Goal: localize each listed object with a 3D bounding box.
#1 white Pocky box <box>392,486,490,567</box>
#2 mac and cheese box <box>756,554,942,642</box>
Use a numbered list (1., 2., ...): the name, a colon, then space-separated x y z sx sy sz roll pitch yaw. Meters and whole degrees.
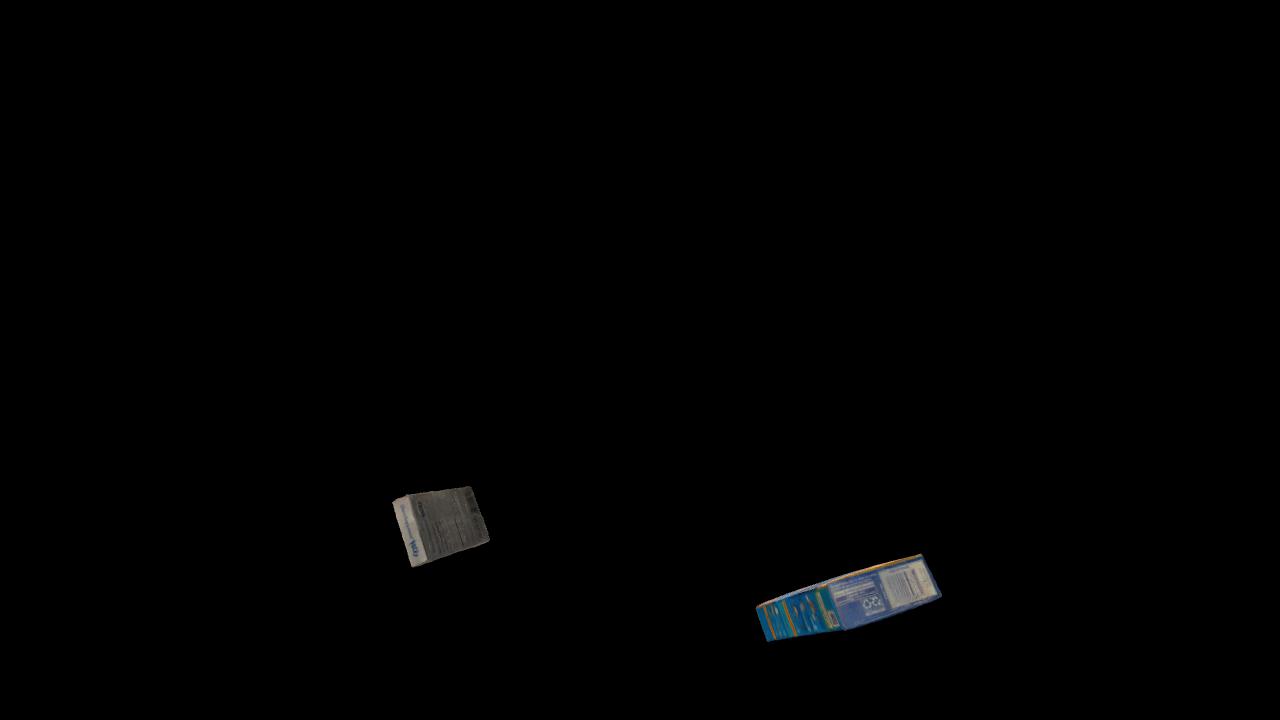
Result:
1. white Pocky box: -0.251 0.210 0.793 0.028 0.084 0.154 -25 -12 9
2. mac and cheese box: 0.178 0.220 0.558 0.093 0.041 0.184 -12 -24 -15
